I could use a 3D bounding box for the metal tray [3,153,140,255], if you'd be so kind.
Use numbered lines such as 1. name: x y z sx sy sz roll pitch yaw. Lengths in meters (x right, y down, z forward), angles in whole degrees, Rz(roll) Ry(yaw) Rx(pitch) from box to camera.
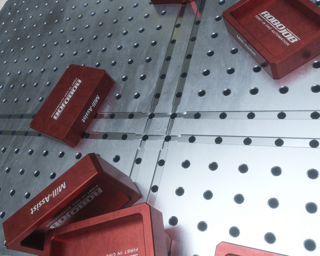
1. metal tray: -0.098 0.095 0.360 0.130 0.090 0.030 -39 51 2

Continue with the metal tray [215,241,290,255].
1. metal tray: 0.083 0.171 0.256 0.090 0.030 0.130 2 63 29

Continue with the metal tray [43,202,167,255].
1. metal tray: -0.058 0.137 0.312 0.130 0.030 0.090 -20 54 16

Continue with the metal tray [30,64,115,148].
1. metal tray: -0.143 -0.040 0.506 0.090 0.030 0.130 16 70 34

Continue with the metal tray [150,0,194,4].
1. metal tray: 0.039 -0.284 0.559 0.090 0.030 0.130 13 68 33

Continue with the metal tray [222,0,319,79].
1. metal tray: 0.152 -0.134 0.407 0.090 0.030 0.130 -32 52 7

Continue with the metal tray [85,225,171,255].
1. metal tray: -0.046 0.170 0.325 0.090 0.030 0.130 -1 61 27
